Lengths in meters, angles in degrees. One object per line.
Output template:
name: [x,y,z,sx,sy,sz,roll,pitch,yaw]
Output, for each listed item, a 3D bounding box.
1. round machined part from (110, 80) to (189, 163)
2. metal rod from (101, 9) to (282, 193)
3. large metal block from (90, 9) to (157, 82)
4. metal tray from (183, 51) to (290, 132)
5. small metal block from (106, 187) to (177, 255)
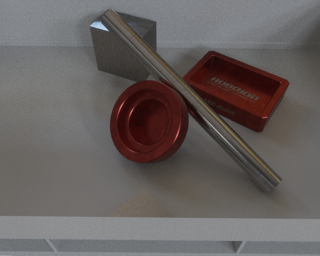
round machined part: [-0.009,-0.006,0.377,0.098,0.042,0.097,-5,79,29]
metal rod: [0.030,-0.041,0.384,0.025,0.025,0.300,-37,76,-27]
large metal block: [-0.052,-0.123,0.472,0.080,0.080,0.050,19,53,15]
metal tray: [0.107,-0.058,0.451,0.130,0.030,0.090,28,55,21]
small metal block: [-0.019,0.099,0.322,0.050,0.025,0.050,-34,58,-26]
